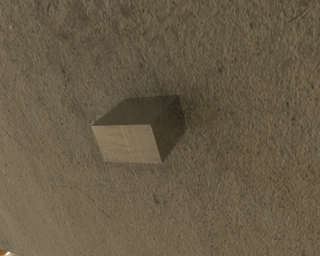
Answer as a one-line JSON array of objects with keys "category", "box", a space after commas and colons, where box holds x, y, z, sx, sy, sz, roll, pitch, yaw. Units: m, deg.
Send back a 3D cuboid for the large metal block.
[{"category": "large metal block", "box": [-0.022, 0.000, 0.383, 0.080, 0.080, 0.050, -1, 118, 28]}]
